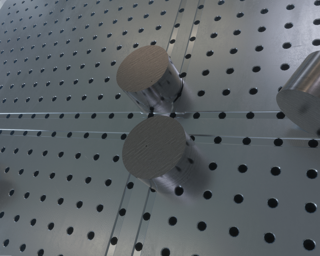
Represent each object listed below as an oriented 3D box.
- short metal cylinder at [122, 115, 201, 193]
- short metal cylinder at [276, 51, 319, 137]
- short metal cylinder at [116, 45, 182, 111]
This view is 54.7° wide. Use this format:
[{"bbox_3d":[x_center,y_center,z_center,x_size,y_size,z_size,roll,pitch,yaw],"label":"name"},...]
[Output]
[{"bbox_3d":[0.002,0.032,0.371,0.080,0.050,0.080,-13,56,21],"label":"short metal cylinder"},{"bbox_3d":[0.165,-0.030,0.305,0.080,0.080,0.050,34,81,38],"label":"short metal cylinder"},{"bbox_3d":[-0.015,-0.071,0.443,0.080,0.050,0.080,-13,56,21],"label":"short metal cylinder"}]
